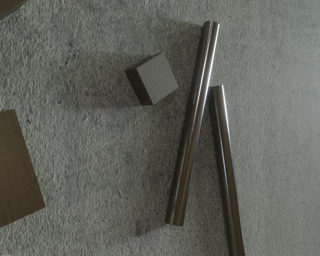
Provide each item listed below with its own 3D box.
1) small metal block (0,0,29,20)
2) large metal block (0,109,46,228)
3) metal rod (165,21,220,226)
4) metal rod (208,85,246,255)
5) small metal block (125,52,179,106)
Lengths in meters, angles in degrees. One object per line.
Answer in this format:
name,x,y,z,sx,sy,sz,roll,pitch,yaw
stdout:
small metal block,-0.143,-0.110,0.269,0.050,0.050,0.025,-51,121,-28
large metal block,-0.143,0.031,0.250,0.050,0.080,0.079,-22,104,-38
metal rod,0.049,-0.013,0.447,0.025,0.025,0.299,19,78,-39
metal rod,0.109,0.081,0.498,0.025,0.025,0.298,-16,100,-39
small metal block,-0.010,-0.063,0.398,0.050,0.025,0.050,-39,114,-33
